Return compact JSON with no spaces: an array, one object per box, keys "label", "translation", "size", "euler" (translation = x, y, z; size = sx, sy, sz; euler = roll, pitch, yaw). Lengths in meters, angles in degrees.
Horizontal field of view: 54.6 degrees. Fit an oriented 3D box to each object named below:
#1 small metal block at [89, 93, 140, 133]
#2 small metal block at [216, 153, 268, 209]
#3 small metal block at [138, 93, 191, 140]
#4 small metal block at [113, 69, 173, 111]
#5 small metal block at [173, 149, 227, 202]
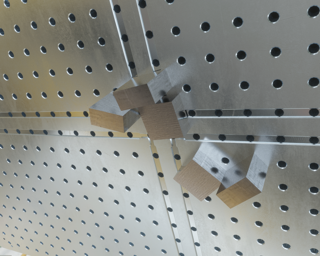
[{"label":"small metal block","translation":[-0.058,-0.021,0.413],"size":[0.050,0.050,0.025],"euler":[14,124,21]},{"label":"small metal block","translation":[0.102,0.065,0.382],"size":[0.025,0.050,0.050],"euler":[44,129,-2]},{"label":"small metal block","translation":[0.006,-0.013,0.400],"size":[0.050,0.025,0.050],"euler":[-6,115,31]},{"label":"small metal block","translation":[-0.020,-0.047,0.377],"size":[0.050,0.050,0.025],"euler":[-9,114,32]},{"label":"small metal block","translation":[0.055,0.065,0.423],"size":[0.050,0.025,0.050],"euler":[39,129,1]}]
